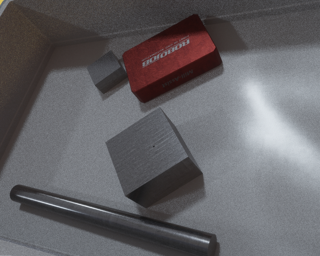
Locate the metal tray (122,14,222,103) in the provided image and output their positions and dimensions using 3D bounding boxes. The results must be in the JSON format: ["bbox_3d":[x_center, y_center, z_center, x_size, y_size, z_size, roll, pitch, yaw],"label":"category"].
[{"bbox_3d":[0.014,-0.103,0.457,0.130,0.030,0.090,-26,53,11],"label":"metal tray"}]

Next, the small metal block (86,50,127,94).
[{"bbox_3d":[-0.086,-0.091,0.505,0.050,0.025,0.050,-34,52,5],"label":"small metal block"}]

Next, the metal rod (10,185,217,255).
[{"bbox_3d":[-0.078,0.106,0.379,0.300,0.025,0.025,5,64,30],"label":"metal rod"}]

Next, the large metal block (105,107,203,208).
[{"bbox_3d":[-0.008,0.035,0.371,0.080,0.050,0.080,-33,52,6],"label":"large metal block"}]
